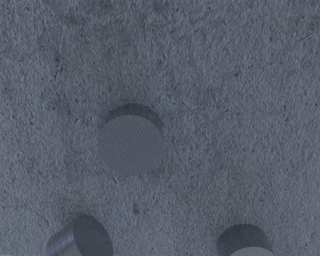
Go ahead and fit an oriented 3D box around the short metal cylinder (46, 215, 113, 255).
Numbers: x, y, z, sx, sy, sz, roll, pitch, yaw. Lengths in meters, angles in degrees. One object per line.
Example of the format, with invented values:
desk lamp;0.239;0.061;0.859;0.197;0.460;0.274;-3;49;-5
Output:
short metal cylinder;-0.113;0.173;0.443;0.050;0.080;0.080;-37;106;12

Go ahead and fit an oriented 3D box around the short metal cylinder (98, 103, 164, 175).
short metal cylinder;-0.036;0.013;0.401;0.081;0.050;0.079;0;110;0

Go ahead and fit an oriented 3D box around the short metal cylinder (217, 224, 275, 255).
short metal cylinder;0.130;0.194;0.469;0.081;0.050;0.079;0;110;0
